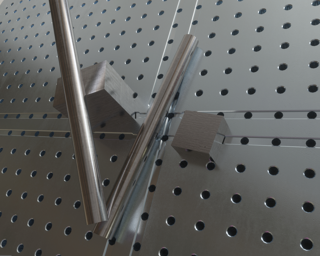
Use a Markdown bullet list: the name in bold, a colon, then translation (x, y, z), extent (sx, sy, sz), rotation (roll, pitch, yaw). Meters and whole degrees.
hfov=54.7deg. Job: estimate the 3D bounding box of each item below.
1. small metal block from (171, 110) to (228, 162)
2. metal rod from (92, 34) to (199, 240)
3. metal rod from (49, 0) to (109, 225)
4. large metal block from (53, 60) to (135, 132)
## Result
- **small metal block**: translation (0.049, 0.009, 0.376), extent (0.050, 0.025, 0.050), rotation (11, 67, 32)
- **metal rod**: translation (-0.011, -0.002, 0.414), extent (0.025, 0.025, 0.300), rotation (11, 67, 32)
- **metal rod**: translation (-0.104, -0.035, 0.384), extent (0.025, 0.025, 0.299), rotation (-18, 75, 17)
- **large metal block**: translation (-0.091, -0.041, 0.444), extent (0.080, 0.080, 0.050), rotation (-16, 56, 19)
